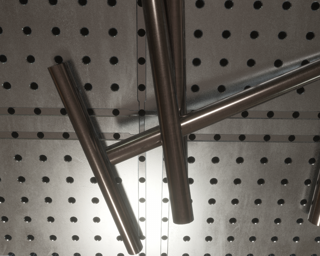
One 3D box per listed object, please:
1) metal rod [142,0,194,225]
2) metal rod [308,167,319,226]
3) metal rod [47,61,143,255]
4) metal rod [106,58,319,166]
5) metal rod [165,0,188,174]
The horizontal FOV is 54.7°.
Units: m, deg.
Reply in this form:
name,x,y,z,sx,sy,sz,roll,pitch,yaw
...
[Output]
name,x,y,z,sx,sy,sz,roll,pitch,yaw
metal rod,0.007,-0.038,0.356,0.025,0.025,0.298,-8,94,2
metal rod,0.242,0.001,0.417,0.025,0.025,0.298,2,110,-1
metal rod,-0.083,0.055,0.432,0.025,0.025,0.298,-16,110,5
metal rod,0.077,-0.023,0.386,0.301,0.025,0.025,-23,109,-1
metal rod,0.021,-0.058,0.392,0.025,0.025,0.298,-3,110,0
